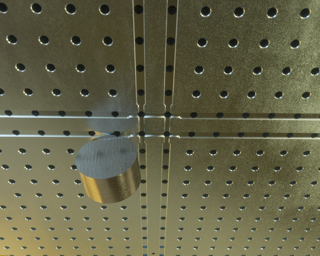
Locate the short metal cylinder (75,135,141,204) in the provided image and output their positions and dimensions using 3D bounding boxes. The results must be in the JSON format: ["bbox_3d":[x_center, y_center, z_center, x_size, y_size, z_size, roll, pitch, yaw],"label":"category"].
[{"bbox_3d":[-0.068,0.055,0.421,0.080,0.080,0.050,-3,130,2],"label":"short metal cylinder"}]
